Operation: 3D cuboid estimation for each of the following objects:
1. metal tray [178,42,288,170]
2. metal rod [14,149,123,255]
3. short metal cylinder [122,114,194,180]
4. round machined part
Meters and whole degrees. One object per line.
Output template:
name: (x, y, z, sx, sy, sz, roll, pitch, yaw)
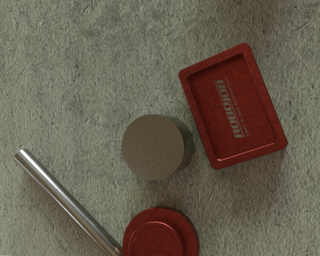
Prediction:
metal tray: (0.087, -0.024, 0.375, 0.090, 0.030, 0.129, -21, 83, 18)
metal rod: (-0.106, 0.136, 0.445, 0.300, 0.025, 0.025, 41, 103, 15)
short metal cylinder: (-0.002, 0.023, 0.395, 0.080, 0.050, 0.079, 0, 90, 19)
round machined part: (-0.001, 0.150, 0.390, 0.098, 0.042, 0.097, -2, 81, 12)
